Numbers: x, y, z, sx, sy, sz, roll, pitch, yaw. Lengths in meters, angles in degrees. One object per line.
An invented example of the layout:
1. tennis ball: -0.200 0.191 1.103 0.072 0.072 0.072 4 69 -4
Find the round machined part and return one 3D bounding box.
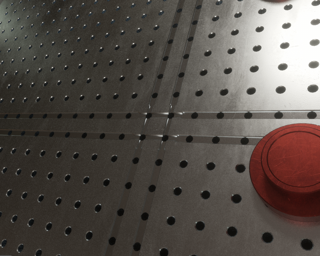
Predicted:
1. round machined part: 0.137 0.037 0.302 0.098 0.042 0.098 -13 56 20
